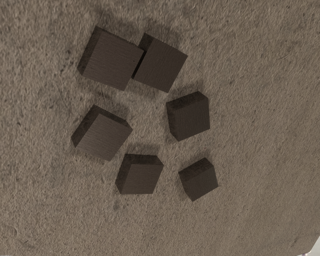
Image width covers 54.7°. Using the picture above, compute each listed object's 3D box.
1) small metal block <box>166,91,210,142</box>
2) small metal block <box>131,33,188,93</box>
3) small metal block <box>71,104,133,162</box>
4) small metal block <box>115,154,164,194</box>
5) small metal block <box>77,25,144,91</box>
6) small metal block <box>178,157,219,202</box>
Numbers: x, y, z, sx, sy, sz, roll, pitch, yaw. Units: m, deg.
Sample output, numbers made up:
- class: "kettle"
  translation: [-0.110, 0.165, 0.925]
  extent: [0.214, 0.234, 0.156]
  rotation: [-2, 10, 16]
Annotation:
- class: "small metal block"
  translation: [0.039, -0.016, 0.420]
  extent: [0.050, 0.025, 0.050]
  rotation: [-21, 127, -16]
- class: "small metal block"
  translation: [-0.004, -0.075, 0.360]
  extent: [0.050, 0.025, 0.050]
  rotation: [17, 109, -35]
- class: "small metal block"
  translation: [-0.070, 0.007, 0.374]
  extent: [0.050, 0.025, 0.050]
  rotation: [29, 102, -38]
- class: "small metal block"
  translation: [-0.029, 0.065, 0.433]
  extent: [0.050, 0.025, 0.050]
  rotation: [7, 115, -32]
- class: "small metal block"
  translation: [-0.054, -0.074, 0.333]
  extent: [0.050, 0.025, 0.050]
  rotation: [17, 109, -36]
- class: "small metal block"
  translation: [0.062, 0.082, 0.494]
  extent: [0.050, 0.025, 0.050]
  rotation: [-28, 128, -11]
